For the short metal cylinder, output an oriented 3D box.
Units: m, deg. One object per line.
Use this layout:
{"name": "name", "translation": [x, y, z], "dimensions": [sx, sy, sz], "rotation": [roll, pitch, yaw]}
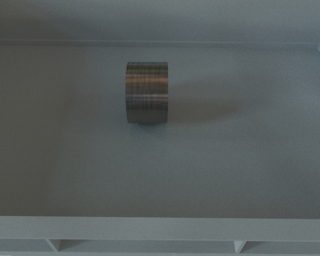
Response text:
{"name": "short metal cylinder", "translation": [-0.016, -0.046, 0.405], "dimensions": [0.050, 0.080, 0.080], "rotation": [0, 50, 0]}
